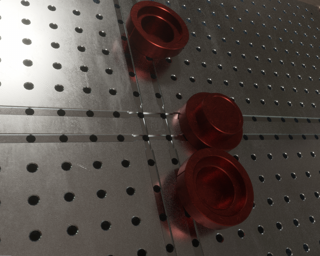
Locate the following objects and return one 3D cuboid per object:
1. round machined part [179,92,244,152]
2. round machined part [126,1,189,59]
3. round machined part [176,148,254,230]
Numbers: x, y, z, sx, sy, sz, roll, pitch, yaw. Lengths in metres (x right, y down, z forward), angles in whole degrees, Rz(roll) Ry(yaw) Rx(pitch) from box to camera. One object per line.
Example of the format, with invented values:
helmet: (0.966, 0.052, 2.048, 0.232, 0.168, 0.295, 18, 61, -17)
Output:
round machined part: (0.081, -0.012, 0.450, 0.099, 0.042, 0.098, 14, 56, -21)
round machined part: (-0.007, -0.148, 0.485, 0.099, 0.042, 0.098, 14, 56, -21)
round machined part: (0.064, 0.077, 0.386, 0.099, 0.042, 0.098, 14, 56, -21)
